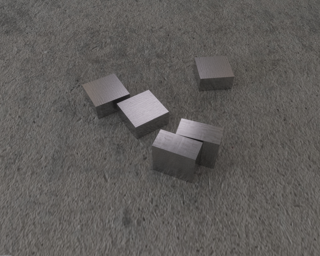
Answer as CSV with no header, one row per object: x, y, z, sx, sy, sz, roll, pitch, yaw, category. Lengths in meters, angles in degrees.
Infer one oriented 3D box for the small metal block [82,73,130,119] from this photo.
-0.076,-0.046,0.441,0.050,0.025,0.050,-24,54,-19,small metal block

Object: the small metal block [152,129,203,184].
0.019,0.033,0.359,0.050,0.050,0.025,18,53,14,small metal block

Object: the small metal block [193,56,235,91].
0.081,-0.084,0.474,0.050,0.025,0.050,-4,50,-4,small metal block

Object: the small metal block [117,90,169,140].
-0.023,-0.019,0.419,0.050,0.025,0.050,-26,55,-21,small metal block

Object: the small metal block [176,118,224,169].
0.046,0.019,0.371,0.050,0.050,0.025,14,52,11,small metal block
